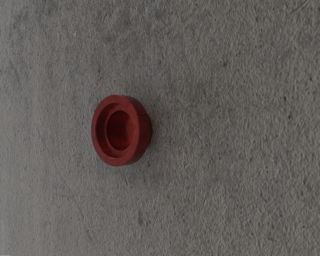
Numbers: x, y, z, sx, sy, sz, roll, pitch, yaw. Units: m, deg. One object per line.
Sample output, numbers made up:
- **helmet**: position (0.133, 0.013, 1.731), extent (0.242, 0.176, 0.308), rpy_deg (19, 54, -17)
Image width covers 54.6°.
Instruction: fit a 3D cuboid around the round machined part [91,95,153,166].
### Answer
- **round machined part**: position (-0.049, 0.003, 0.436), extent (0.098, 0.042, 0.097), rpy_deg (0, 90, 40)
